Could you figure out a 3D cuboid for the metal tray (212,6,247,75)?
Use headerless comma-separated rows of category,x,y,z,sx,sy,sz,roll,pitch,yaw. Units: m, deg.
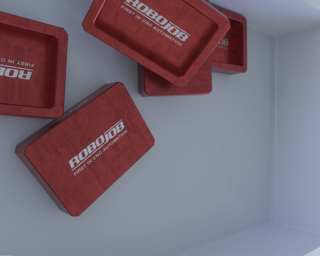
metal tray,0.082,-0.133,0.470,0.131,0.030,0.089,-1,91,-40

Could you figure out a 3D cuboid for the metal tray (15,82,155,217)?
metal tray,-0.074,0.019,0.341,0.131,0.030,0.090,-43,116,-32

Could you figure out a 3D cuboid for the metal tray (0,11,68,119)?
metal tray,-0.152,-0.057,0.275,0.131,0.030,0.089,4,87,-40

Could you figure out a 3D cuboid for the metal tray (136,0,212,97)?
metal tray,0.017,-0.106,0.396,0.091,0.030,0.129,-4,93,-18

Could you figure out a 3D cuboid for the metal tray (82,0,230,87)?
metal tray,-0.004,-0.113,0.332,0.131,0.090,0.030,29,28,-17
